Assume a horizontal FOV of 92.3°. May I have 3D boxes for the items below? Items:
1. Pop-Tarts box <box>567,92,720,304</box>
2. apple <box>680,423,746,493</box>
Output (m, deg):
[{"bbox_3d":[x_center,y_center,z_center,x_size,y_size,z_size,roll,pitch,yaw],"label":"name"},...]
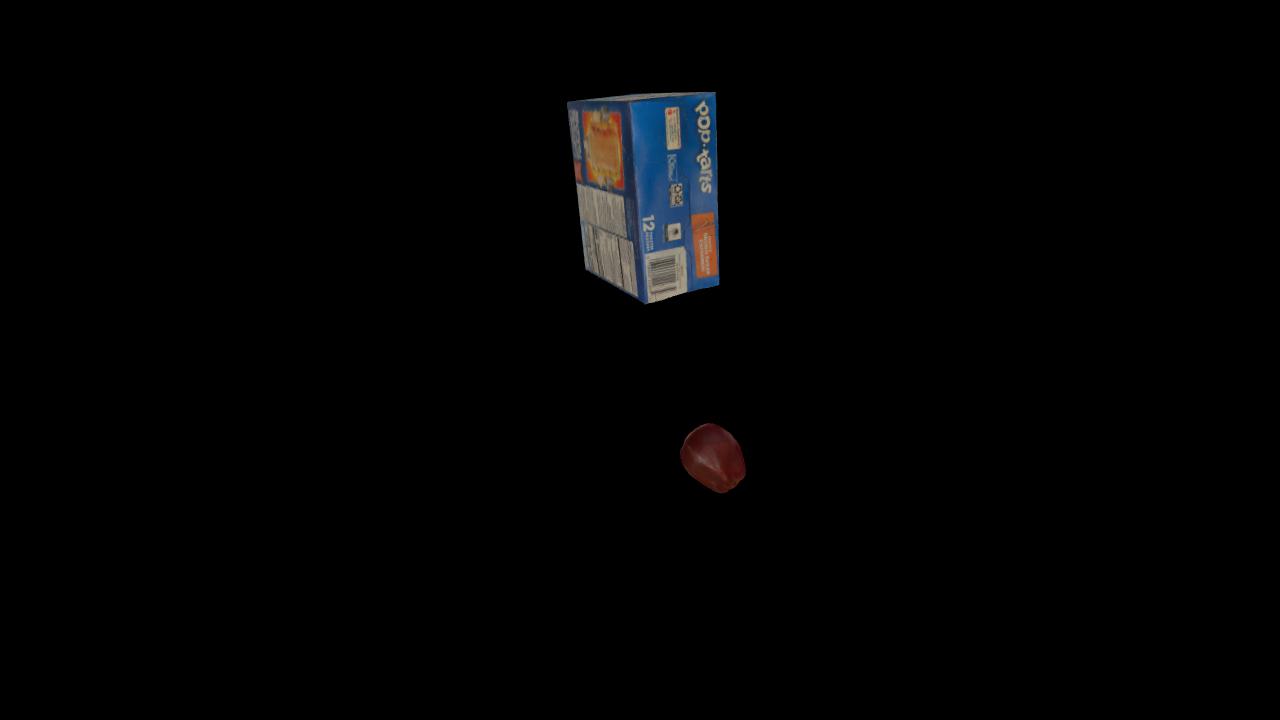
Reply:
[{"bbox_3d":[0.002,-0.156,0.572,0.083,0.167,0.141,-15,26,-23],"label":"Pop-Tarts box"},{"bbox_3d":[0.097,0.127,0.812,0.093,0.079,0.079,47,23,23],"label":"apple"}]
